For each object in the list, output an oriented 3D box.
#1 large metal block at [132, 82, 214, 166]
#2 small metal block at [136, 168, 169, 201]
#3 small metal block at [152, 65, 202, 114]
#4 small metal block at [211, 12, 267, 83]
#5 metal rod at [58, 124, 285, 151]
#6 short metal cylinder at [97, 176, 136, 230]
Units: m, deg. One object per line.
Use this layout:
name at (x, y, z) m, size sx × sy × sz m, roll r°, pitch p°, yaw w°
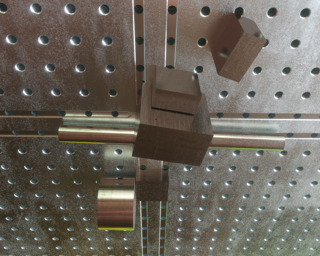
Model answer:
large metal block at (0.013, -0.006, 0.371) m, size 0.081 × 0.080 × 0.050 m, roll 9°, pitch 129°, yaw -9°
small metal block at (-0.012, 0.090, 0.489) m, size 0.050 × 0.025 × 0.050 m, roll 1°, pitch 130°, yaw -2°
small metal block at (0.018, -0.045, 0.358) m, size 0.050 × 0.050 × 0.025 m, roll 9°, pitch 130°, yaw -8°
small metal block at (0.080, -0.084, 0.325) m, size 0.025 × 0.050 × 0.050 m, roll 17°, pitch 128°, yaw -15°
metal rod at (0.018, 0.013, 0.423) m, size 0.302 × 0.025 × 0.025 m, roll 2°, pitch 130°, yaw -3°
short metal cylinder at (-0.064, 0.114, 0.472) m, size 0.050 × 0.080 × 0.079 m, roll 1°, pitch 130°, yaw -2°
